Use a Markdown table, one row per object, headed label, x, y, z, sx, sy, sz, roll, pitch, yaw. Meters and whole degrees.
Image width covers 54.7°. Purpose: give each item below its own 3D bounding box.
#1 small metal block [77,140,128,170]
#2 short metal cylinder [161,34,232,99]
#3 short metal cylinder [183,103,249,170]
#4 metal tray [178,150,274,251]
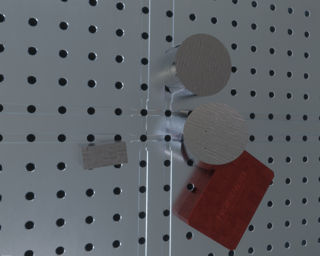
| label | x | y | z | sx | sy | sz | roll | pitch | yaw |
| --- | --- | --- | --- | --- | --- | --- | --- | --- | --- |
| small metal block | -0.070 | 0.031 | 0.374 | 0.050 | 0.050 | 0.025 | -7 | 93 | -20 |
| short metal cylinder | 0.048 | -0.080 | 0.417 | 0.081 | 0.050 | 0.079 | 0 | 90 | -20 |
| short metal cylinder | 0.071 | 0.012 | 0.409 | 0.080 | 0.050 | 0.080 | -1 | 75 | 4 |
| metal tray | 0.098 | 0.096 | 0.446 | 0.090 | 0.030 | 0.130 | 36 | 78 | -17 |
